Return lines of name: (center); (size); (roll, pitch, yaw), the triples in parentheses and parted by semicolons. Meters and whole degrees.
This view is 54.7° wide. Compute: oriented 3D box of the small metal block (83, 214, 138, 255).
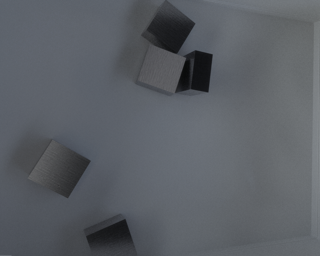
small metal block: (-0.062, 0.144, 0.389); (0.050, 0.025, 0.050); (-19, 97, -19)

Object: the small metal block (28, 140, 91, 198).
small metal block: (-0.119, 0.047, 0.367); (0.050, 0.025, 0.050); (33, 79, -18)

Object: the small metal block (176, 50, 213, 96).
small metal block: (0.044, -0.072, 0.415); (0.025, 0.050, 0.050); (8, 88, -21)

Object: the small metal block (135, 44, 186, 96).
small metal block: (0.001, -0.075, 0.408); (0.050, 0.025, 0.050); (19, 84, -10)

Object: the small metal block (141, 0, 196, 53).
small metal block: (0.011, -0.132, 0.415); (0.050, 0.025, 0.050); (33, 79, -17)
